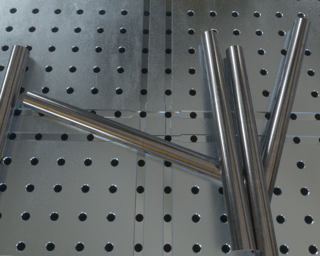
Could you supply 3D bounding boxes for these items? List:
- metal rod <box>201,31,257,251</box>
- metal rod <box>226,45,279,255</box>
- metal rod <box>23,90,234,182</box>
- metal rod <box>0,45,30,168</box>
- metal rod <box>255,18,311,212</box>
[{"bbox_3d":[0.081,-0.004,0.394,0.025,0.025,0.299,-3,63,-1],"label":"metal rod"},{"bbox_3d":[0.112,0.021,0.388,0.025,0.025,0.299,-1,63,-1],"label":"metal rod"},{"bbox_3d":[-0.039,0.012,0.406,0.301,0.025,0.025,20,71,7],"label":"metal rod"},{"bbox_3d":[-0.214,0.027,0.399,0.025,0.025,0.299,4,70,1],"label":"metal rod"},{"bbox_3d":[0.167,-0.026,0.423,0.025,0.025,0.300,19,71,6],"label":"metal rod"}]
